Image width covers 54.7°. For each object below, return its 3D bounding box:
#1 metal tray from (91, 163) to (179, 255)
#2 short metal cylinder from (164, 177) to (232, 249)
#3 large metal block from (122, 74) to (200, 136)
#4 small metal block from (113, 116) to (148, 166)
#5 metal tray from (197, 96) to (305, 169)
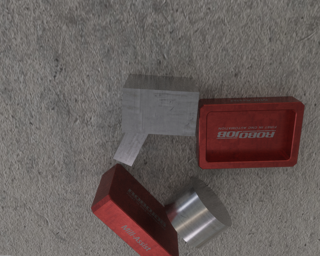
[{"bbox_3d":[-0.029,0.118,0.418,0.030,0.090,0.130,-39,106,13],"label":"metal tray"},{"bbox_3d":[0.052,0.114,0.423,0.050,0.080,0.080,-43,105,14],"label":"short metal cylinder"},{"bbox_3d":[0.000,-0.030,0.369,0.081,0.080,0.050,3,110,-1],"label":"large metal block"},{"bbox_3d":[-0.036,0.013,0.401,0.025,0.050,0.050,25,108,-9],"label":"small metal block"},{"bbox_3d":[0.115,0.007,0.410,0.131,0.030,0.089,-2,110,0],"label":"metal tray"}]
